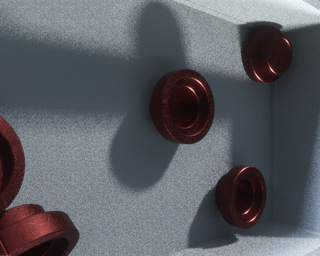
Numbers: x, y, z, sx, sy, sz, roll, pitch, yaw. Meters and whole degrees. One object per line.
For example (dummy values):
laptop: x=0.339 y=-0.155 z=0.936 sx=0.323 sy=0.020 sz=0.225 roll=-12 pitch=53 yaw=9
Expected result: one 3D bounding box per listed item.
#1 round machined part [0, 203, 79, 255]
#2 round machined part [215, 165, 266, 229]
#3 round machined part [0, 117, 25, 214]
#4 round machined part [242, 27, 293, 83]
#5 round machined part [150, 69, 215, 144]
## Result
round machined part: x=-0.125 y=0.104 z=0.269 sx=0.099 sy=0.042 sz=0.098 roll=-34 pitch=155 yaw=-18
round machined part: x=0.127 y=0.109 z=0.502 sx=0.099 sy=0.042 sz=0.097 roll=0 pitch=90 yaw=-40
round machined part: x=-0.164 y=0.031 z=0.245 sx=0.098 sy=0.042 sz=0.098 roll=25 pitch=59 yaw=-50
round machined part: x=0.196 y=-0.129 z=0.548 sx=0.099 sy=0.042 sz=0.097 roll=-6 pitch=101 yaw=-32
round machined part: x=0.025 y=-0.028 z=0.417 sx=0.099 sy=0.042 sz=0.097 roll=0 pitch=90 yaw=-40
